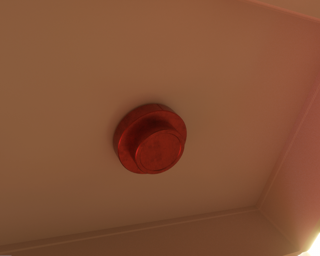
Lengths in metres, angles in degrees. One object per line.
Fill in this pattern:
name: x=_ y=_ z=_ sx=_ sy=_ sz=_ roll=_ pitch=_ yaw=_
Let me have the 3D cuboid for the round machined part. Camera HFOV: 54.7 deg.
round machined part: x=-0.007 y=0.021 z=0.404 sx=0.099 sy=0.042 sz=0.097 roll=-14 pitch=125 yaw=-21
